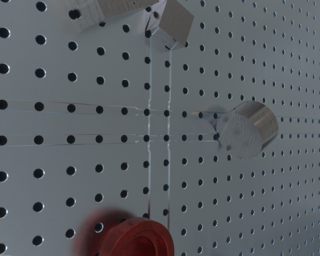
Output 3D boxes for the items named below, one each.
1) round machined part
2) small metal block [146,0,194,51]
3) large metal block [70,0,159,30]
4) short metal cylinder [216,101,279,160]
[{"bbox_3d":[-0.033,0.156,0.371,0.099,0.042,0.097,0,90,-40],"label":"round machined part"},{"bbox_3d":[0.015,-0.142,0.421,0.050,0.025,0.050,28,73,-37],"label":"small metal block"},{"bbox_3d":[-0.058,-0.164,0.344,0.081,0.050,0.080,-33,111,-35],"label":"large metal block"},{"bbox_3d":[0.137,0.003,0.488,0.050,0.080,0.080,-31,110,-36],"label":"short metal cylinder"}]
